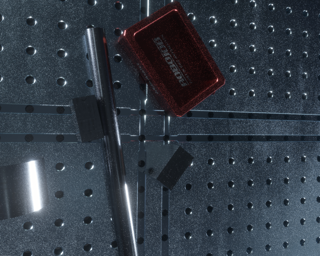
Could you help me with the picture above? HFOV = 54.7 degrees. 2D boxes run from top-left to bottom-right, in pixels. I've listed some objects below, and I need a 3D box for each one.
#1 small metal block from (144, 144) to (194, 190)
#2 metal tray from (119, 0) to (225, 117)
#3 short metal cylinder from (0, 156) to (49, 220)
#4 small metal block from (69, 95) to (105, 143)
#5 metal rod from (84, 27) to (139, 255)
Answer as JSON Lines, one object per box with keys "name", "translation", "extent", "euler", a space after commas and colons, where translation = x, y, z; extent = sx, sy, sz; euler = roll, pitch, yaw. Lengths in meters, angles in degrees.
{"name": "small metal block", "translation": [0.011, 0.049, 0.404], "extent": [0.025, 0.050, 0.050], "euler": [40, 77, -16]}
{"name": "metal tray", "translation": [0.018, -0.090, 0.417], "extent": [0.090, 0.030, 0.130], "euler": [-37, 102, -17]}
{"name": "short metal cylinder", "translation": [-0.161, 0.060, 0.324], "extent": [0.081, 0.080, 0.050], "euler": [-6, 93, -20]}
{"name": "small metal block", "translation": [-0.088, -0.011, 0.367], "extent": [0.025, 0.050, 0.050], "euler": [-13, 95, -20]}
{"name": "metal rod", "translation": [-0.060, 0.027, 0.391], "extent": [0.025, 0.025, 0.298], "euler": [-9, 93, -20]}
